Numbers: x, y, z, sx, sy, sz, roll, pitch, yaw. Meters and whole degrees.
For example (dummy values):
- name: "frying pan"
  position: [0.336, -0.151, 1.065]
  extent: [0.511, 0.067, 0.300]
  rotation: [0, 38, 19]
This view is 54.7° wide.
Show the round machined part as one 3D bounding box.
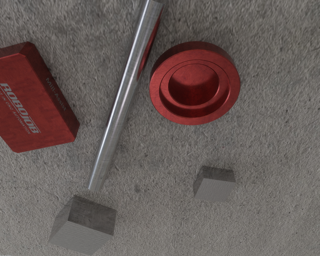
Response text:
- name: "round machined part"
  position: [0.037, -0.053, 0.351]
  extent: [0.099, 0.042, 0.097]
  rotation: [0, 130, 0]

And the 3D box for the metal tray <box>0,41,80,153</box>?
- name: "metal tray"
  position: [-0.167, -0.031, 0.376]
  extent: [0.090, 0.030, 0.129]
  rotation: [-12, 129, 9]

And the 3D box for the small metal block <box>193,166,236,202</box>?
- name: "small metal block"
  position: [0.083, 0.088, 0.483]
  extent: [0.050, 0.025, 0.050]
  rotation: [9, 130, -8]

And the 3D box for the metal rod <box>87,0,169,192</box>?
- name: "metal rod"
  position: [-0.052, -0.019, 0.390]
  extent: [0.025, 0.025, 0.298]
  rotation: [15, 129, -13]

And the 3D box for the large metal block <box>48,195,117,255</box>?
- name: "large metal block"
  position: [-0.133, 0.169, 0.534]
  extent: [0.080, 0.050, 0.080]
  rotation: [28, 125, -22]
